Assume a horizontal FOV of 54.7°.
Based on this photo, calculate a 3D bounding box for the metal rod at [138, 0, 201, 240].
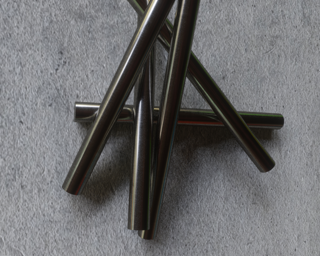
[{"bbox_3d":[0.008,-0.005,0.375,0.025,0.025,0.298,6,102,-20],"label":"metal rod"}]

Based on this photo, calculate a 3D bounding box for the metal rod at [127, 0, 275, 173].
[{"bbox_3d":[0.059,-0.054,0.399,0.025,0.025,0.300,-45,107,-14],"label":"metal rod"}]

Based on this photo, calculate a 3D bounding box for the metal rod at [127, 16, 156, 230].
[{"bbox_3d":[-0.019,-0.033,0.376,0.025,0.025,0.299,6,79,-20],"label":"metal rod"}]

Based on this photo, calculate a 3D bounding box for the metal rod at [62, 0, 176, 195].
[{"bbox_3d":[-0.038,-0.059,0.353,0.025,0.025,0.299,25,97,-19],"label":"metal rod"}]

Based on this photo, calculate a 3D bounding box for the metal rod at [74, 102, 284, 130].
[{"bbox_3d":[0.040,-0.015,0.423,0.302,0.025,0.025,2,90,-20],"label":"metal rod"}]
